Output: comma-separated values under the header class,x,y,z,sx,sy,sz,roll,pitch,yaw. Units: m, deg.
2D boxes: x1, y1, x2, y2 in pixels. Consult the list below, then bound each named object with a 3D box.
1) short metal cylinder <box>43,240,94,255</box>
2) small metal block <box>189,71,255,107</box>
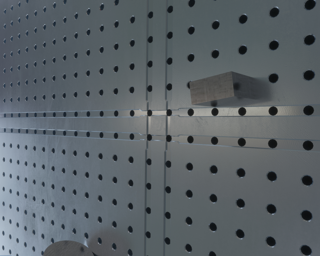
class,x,y,z,sx,sy,sz,roll,pitch,yaw
short metal cylinder,-0.152,0.229,0.499,0.080,0.081,0.050,30,109,36
small metal block,0.068,-0.040,0.337,0.050,0.050,0.025,-9,84,39
